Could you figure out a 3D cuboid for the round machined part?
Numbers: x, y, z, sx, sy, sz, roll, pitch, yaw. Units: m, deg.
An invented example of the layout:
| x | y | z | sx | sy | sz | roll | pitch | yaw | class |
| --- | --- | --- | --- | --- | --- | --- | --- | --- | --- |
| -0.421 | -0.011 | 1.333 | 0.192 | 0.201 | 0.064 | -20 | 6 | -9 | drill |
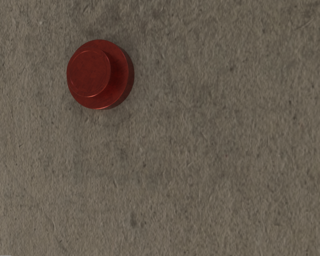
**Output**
| x | y | z | sx | sy | sz | roll | pitch | yaw | class |
| --- | --- | --- | --- | --- | --- | --- | --- | --- | --- |
| -0.089 | -0.075 | 0.430 | 0.098 | 0.042 | 0.097 | 0 | 90 | 19 | round machined part |
